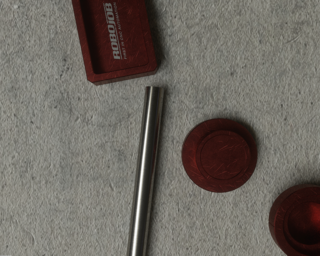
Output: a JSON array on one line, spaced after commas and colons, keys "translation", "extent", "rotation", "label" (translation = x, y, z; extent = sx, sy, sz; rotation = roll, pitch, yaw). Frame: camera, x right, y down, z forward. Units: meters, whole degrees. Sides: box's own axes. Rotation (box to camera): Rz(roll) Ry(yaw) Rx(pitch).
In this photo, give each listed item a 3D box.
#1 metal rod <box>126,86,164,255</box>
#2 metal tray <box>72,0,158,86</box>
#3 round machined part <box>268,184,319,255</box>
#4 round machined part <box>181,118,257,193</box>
[{"translation": [-0.023, 0.095, 0.409], "extent": [0.025, 0.025, 0.298], "rotation": [6, 90, 0], "label": "metal rod"}, {"translation": [-0.059, -0.128, 0.406], "extent": [0.091, 0.030, 0.129], "rotation": [-11, 90, 0], "label": "metal tray"}, {"translation": [0.190, 0.121, 0.403], "extent": [0.099, 0.042, 0.097], "rotation": [0, 90, 0], "label": "round machined part"}, {"translation": [0.078, 0.036, 0.402], "extent": [0.099, 0.042, 0.097], "rotation": [0, 90, 0], "label": "round machined part"}]
